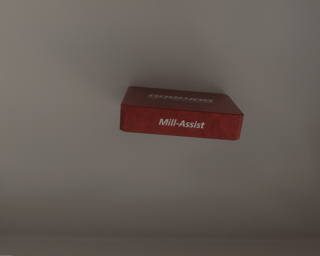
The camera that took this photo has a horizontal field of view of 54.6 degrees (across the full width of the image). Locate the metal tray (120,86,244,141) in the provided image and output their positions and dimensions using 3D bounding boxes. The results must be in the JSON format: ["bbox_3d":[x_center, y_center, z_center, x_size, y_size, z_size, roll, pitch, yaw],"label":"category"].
[{"bbox_3d":[0.023,-0.020,0.369,0.131,0.090,0.030,5,110,-2],"label":"metal tray"}]
